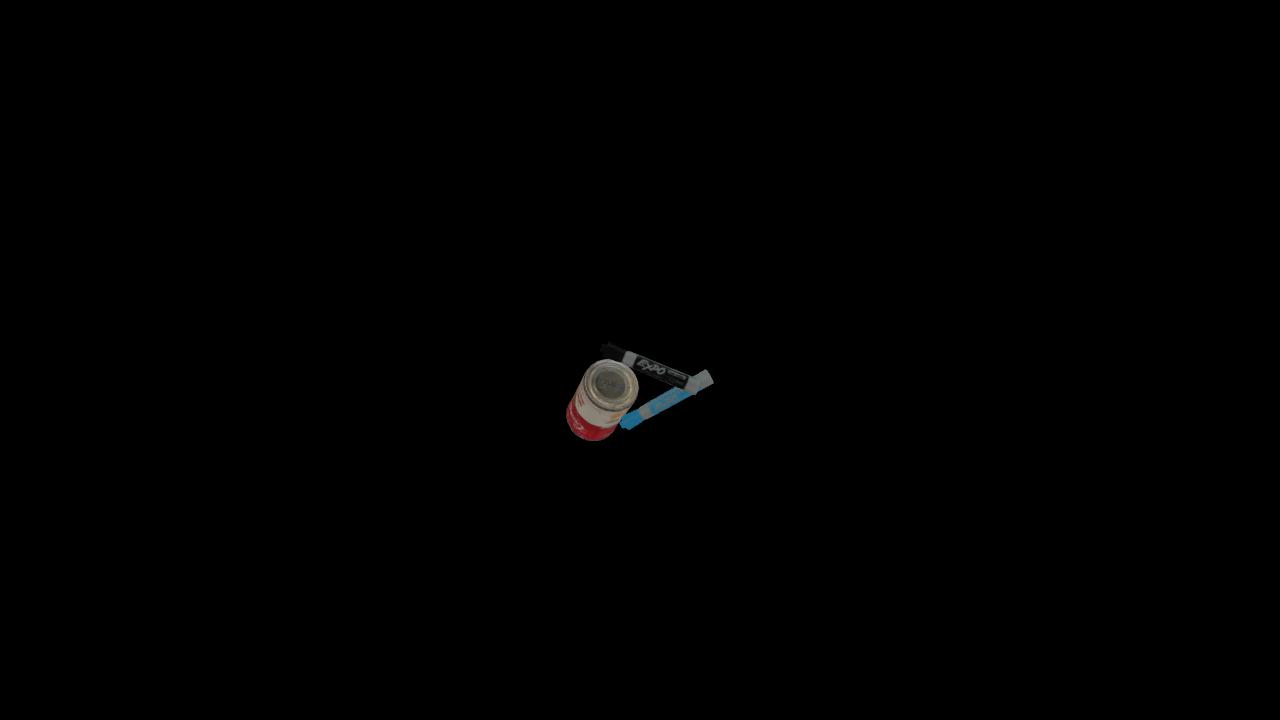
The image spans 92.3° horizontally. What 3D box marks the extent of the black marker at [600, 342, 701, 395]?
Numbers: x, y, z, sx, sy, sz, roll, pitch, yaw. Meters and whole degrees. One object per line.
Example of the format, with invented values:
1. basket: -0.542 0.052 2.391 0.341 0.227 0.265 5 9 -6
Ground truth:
1. black marker: 0.011 0.009 0.703 0.121 0.020 0.020 23 0 -1

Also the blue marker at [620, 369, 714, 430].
1. blue marker: 0.029 0.048 0.717 0.121 0.020 0.020 -30 -6 11

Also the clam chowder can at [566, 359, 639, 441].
1. clam chowder can: -0.046 0.050 0.741 0.068 0.068 0.102 0 -26 -20
